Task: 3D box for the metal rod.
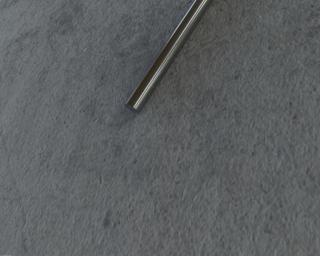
[{"bbox_3d":[0.038,-0.151,0.475,0.025,0.025,0.300,22,73,35],"label":"metal rod"}]
